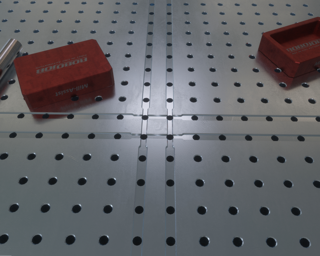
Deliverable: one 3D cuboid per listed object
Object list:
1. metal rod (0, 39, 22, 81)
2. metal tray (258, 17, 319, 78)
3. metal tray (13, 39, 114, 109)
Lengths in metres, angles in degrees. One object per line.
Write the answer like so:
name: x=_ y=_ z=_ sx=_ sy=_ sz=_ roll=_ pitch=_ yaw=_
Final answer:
metal rod: x=-0.264 y=-0.027 z=0.427 sx=0.025 sy=0.025 sz=0.300 roll=6 pitch=50 yaw=5
metal tray: x=0.247 y=-0.140 z=0.523 sx=0.131 sy=0.030 sz=0.090 roll=-20 pitch=53 yaw=-16
metal tray: x=-0.147 y=-0.086 z=0.476 sx=0.131 sy=0.030 sz=0.090 roll=-20 pitch=53 yaw=-16
